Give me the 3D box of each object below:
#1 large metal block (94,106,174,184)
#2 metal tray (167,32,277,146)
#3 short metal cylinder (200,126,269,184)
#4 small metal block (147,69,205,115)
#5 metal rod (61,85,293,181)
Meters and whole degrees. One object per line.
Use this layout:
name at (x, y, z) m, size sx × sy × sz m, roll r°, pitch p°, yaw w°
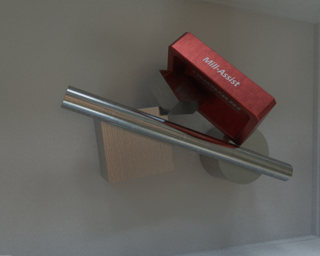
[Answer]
large metal block at (-0.034, 0.018, 0.385) m, size 0.081 × 0.050 × 0.079 m, roll -8°, pitch 93°, yaw -20°
metal tray at (0.065, -0.044, 0.373) m, size 0.130 × 0.090 × 0.030 m, roll 43°, pitch 74°, yaw 15°
short metal cylinder at (0.104, 0.035, 0.436) m, size 0.081 × 0.050 × 0.079 m, roll 0°, pitch 90°, yaw -21°
small metal block at (0.020, -0.044, 0.382) m, size 0.050 × 0.025 × 0.050 m, roll -5°, pitch 56°, yaw -47°
metal rod at (0.036, 0.014, 0.369) m, size 0.302 × 0.025 × 0.025 m, roll 19°, pitch 84°, yaw -20°
